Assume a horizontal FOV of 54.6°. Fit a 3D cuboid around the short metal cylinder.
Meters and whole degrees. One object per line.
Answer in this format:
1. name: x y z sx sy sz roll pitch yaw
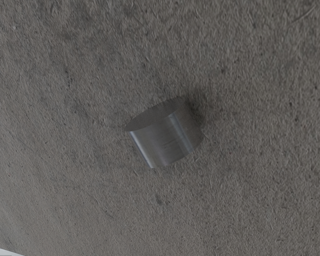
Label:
1. short metal cylinder: 0.005 0.004 0.371 0.080 0.080 0.050 -16 110 35
